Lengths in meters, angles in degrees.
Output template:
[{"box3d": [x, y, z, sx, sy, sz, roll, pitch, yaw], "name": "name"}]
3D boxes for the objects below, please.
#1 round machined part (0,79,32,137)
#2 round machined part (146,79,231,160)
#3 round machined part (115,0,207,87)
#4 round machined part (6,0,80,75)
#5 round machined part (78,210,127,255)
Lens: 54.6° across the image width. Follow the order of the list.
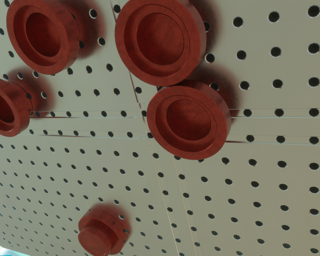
[{"box3d": [-0.253, -0.037, 0.512, 0.098, 0.042, 0.097, 13, 124, 21], "name": "round machined part"}, {"box3d": [0.037, -0.013, 0.372, 0.098, 0.042, 0.097, 13, 125, 20], "name": "round machined part"}, {"box3d": [0.004, -0.098, 0.338, 0.098, 0.042, 0.097, 13, 124, 21], "name": "round machined part"}, {"box3d": [-0.145, -0.122, 0.402, 0.098, 0.042, 0.097, 13, 124, 21], "name": "round machined part"}, {"box3d": [-0.116, 0.207, 0.590, 0.098, 0.042, 0.097, 13, 124, 21], "name": "round machined part"}]
